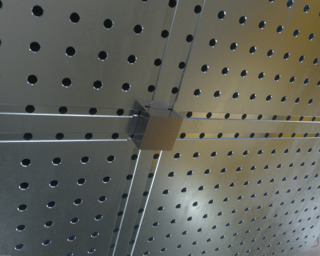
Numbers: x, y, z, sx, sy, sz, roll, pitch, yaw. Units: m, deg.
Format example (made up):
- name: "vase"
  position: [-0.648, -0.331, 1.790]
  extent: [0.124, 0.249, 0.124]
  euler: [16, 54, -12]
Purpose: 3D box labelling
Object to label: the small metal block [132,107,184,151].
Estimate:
- name: "small metal block"
  position: [-0.003, 0.002, 0.412]
  extent: [0.050, 0.025, 0.050]
  euler: [5, 116, -31]
